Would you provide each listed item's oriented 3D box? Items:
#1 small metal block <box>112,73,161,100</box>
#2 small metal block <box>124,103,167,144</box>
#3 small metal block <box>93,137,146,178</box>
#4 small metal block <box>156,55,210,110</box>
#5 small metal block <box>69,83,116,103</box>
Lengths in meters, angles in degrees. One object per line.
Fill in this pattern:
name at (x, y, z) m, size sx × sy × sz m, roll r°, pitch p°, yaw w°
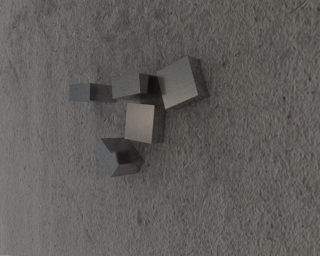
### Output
small metal block at (-0.028, -0.053, 0.412) m, size 0.050 × 0.050 × 0.025 m, roll -6°, pitch 86°, yaw 40°
small metal block at (-0.020, -0.007, 0.422) m, size 0.050 × 0.025 × 0.050 m, roll 9°, pitch 96°, yaw 39°
small metal block at (-0.057, 0.040, 0.436) m, size 0.050 × 0.050 × 0.025 m, roll 49°, pitch 119°, yaw 28°
small metal block at (0.028, -0.054, 0.382) m, size 0.050 × 0.025 × 0.050 m, roll -22°, pitch 77°, yaw 38°
small metal block at (-0.102, -0.053, 0.473) m, size 0.050 × 0.050 × 0.025 m, roll 3°, pitch 92°, yaw 40°
